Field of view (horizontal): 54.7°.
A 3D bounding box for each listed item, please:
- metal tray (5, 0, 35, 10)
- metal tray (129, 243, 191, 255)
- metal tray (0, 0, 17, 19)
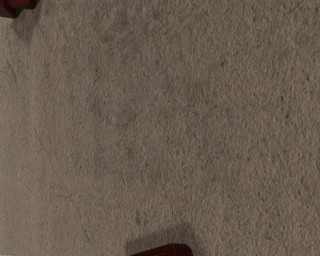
[{"bbox_3d":[-0.292,-0.304,0.603,0.091,0.030,0.129,4,94,-4],"label":"metal tray"},{"bbox_3d":[-0.014,0.206,0.393,0.130,0.030,0.090,-32,52,35],"label":"metal tray"},{"bbox_3d":[-0.313,-0.298,0.623,0.090,0.030,0.129,-157,71,-78],"label":"metal tray"}]
